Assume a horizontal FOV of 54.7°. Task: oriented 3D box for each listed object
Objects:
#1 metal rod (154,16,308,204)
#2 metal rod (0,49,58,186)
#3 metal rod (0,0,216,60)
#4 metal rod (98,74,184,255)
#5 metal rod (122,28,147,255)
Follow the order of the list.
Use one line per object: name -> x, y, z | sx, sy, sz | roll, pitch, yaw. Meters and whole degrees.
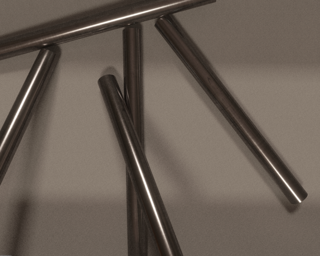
metal rod -> 0.094, -0.025, 0.412 | 0.025, 0.025, 0.300 | -38, 91, 0
metal rod -> -0.184, 0.036, 0.353 | 0.025, 0.025, 0.299 | 15, 67, 0
metal rod -> -0.079, -0.134, 0.397 | 0.301, 0.025, 0.025 | -14, 90, 4
metal rod -> -0.018, 0.062, 0.350 | 0.025, 0.025, 0.299 | -23, 65, 0
metal rod -> -0.034, 0.020, 0.410 | 0.025, 0.025, 0.298 | -1, 90, -1
